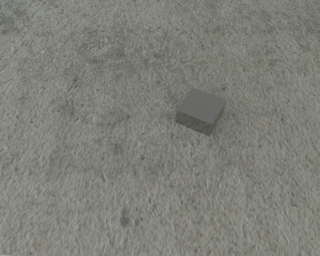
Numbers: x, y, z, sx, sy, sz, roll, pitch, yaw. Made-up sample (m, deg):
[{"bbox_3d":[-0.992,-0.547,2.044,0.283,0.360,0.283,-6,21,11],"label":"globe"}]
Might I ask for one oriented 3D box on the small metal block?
[{"bbox_3d":[0.056,-0.023,0.423,0.050,0.025,0.050,24,54,18],"label":"small metal block"}]
